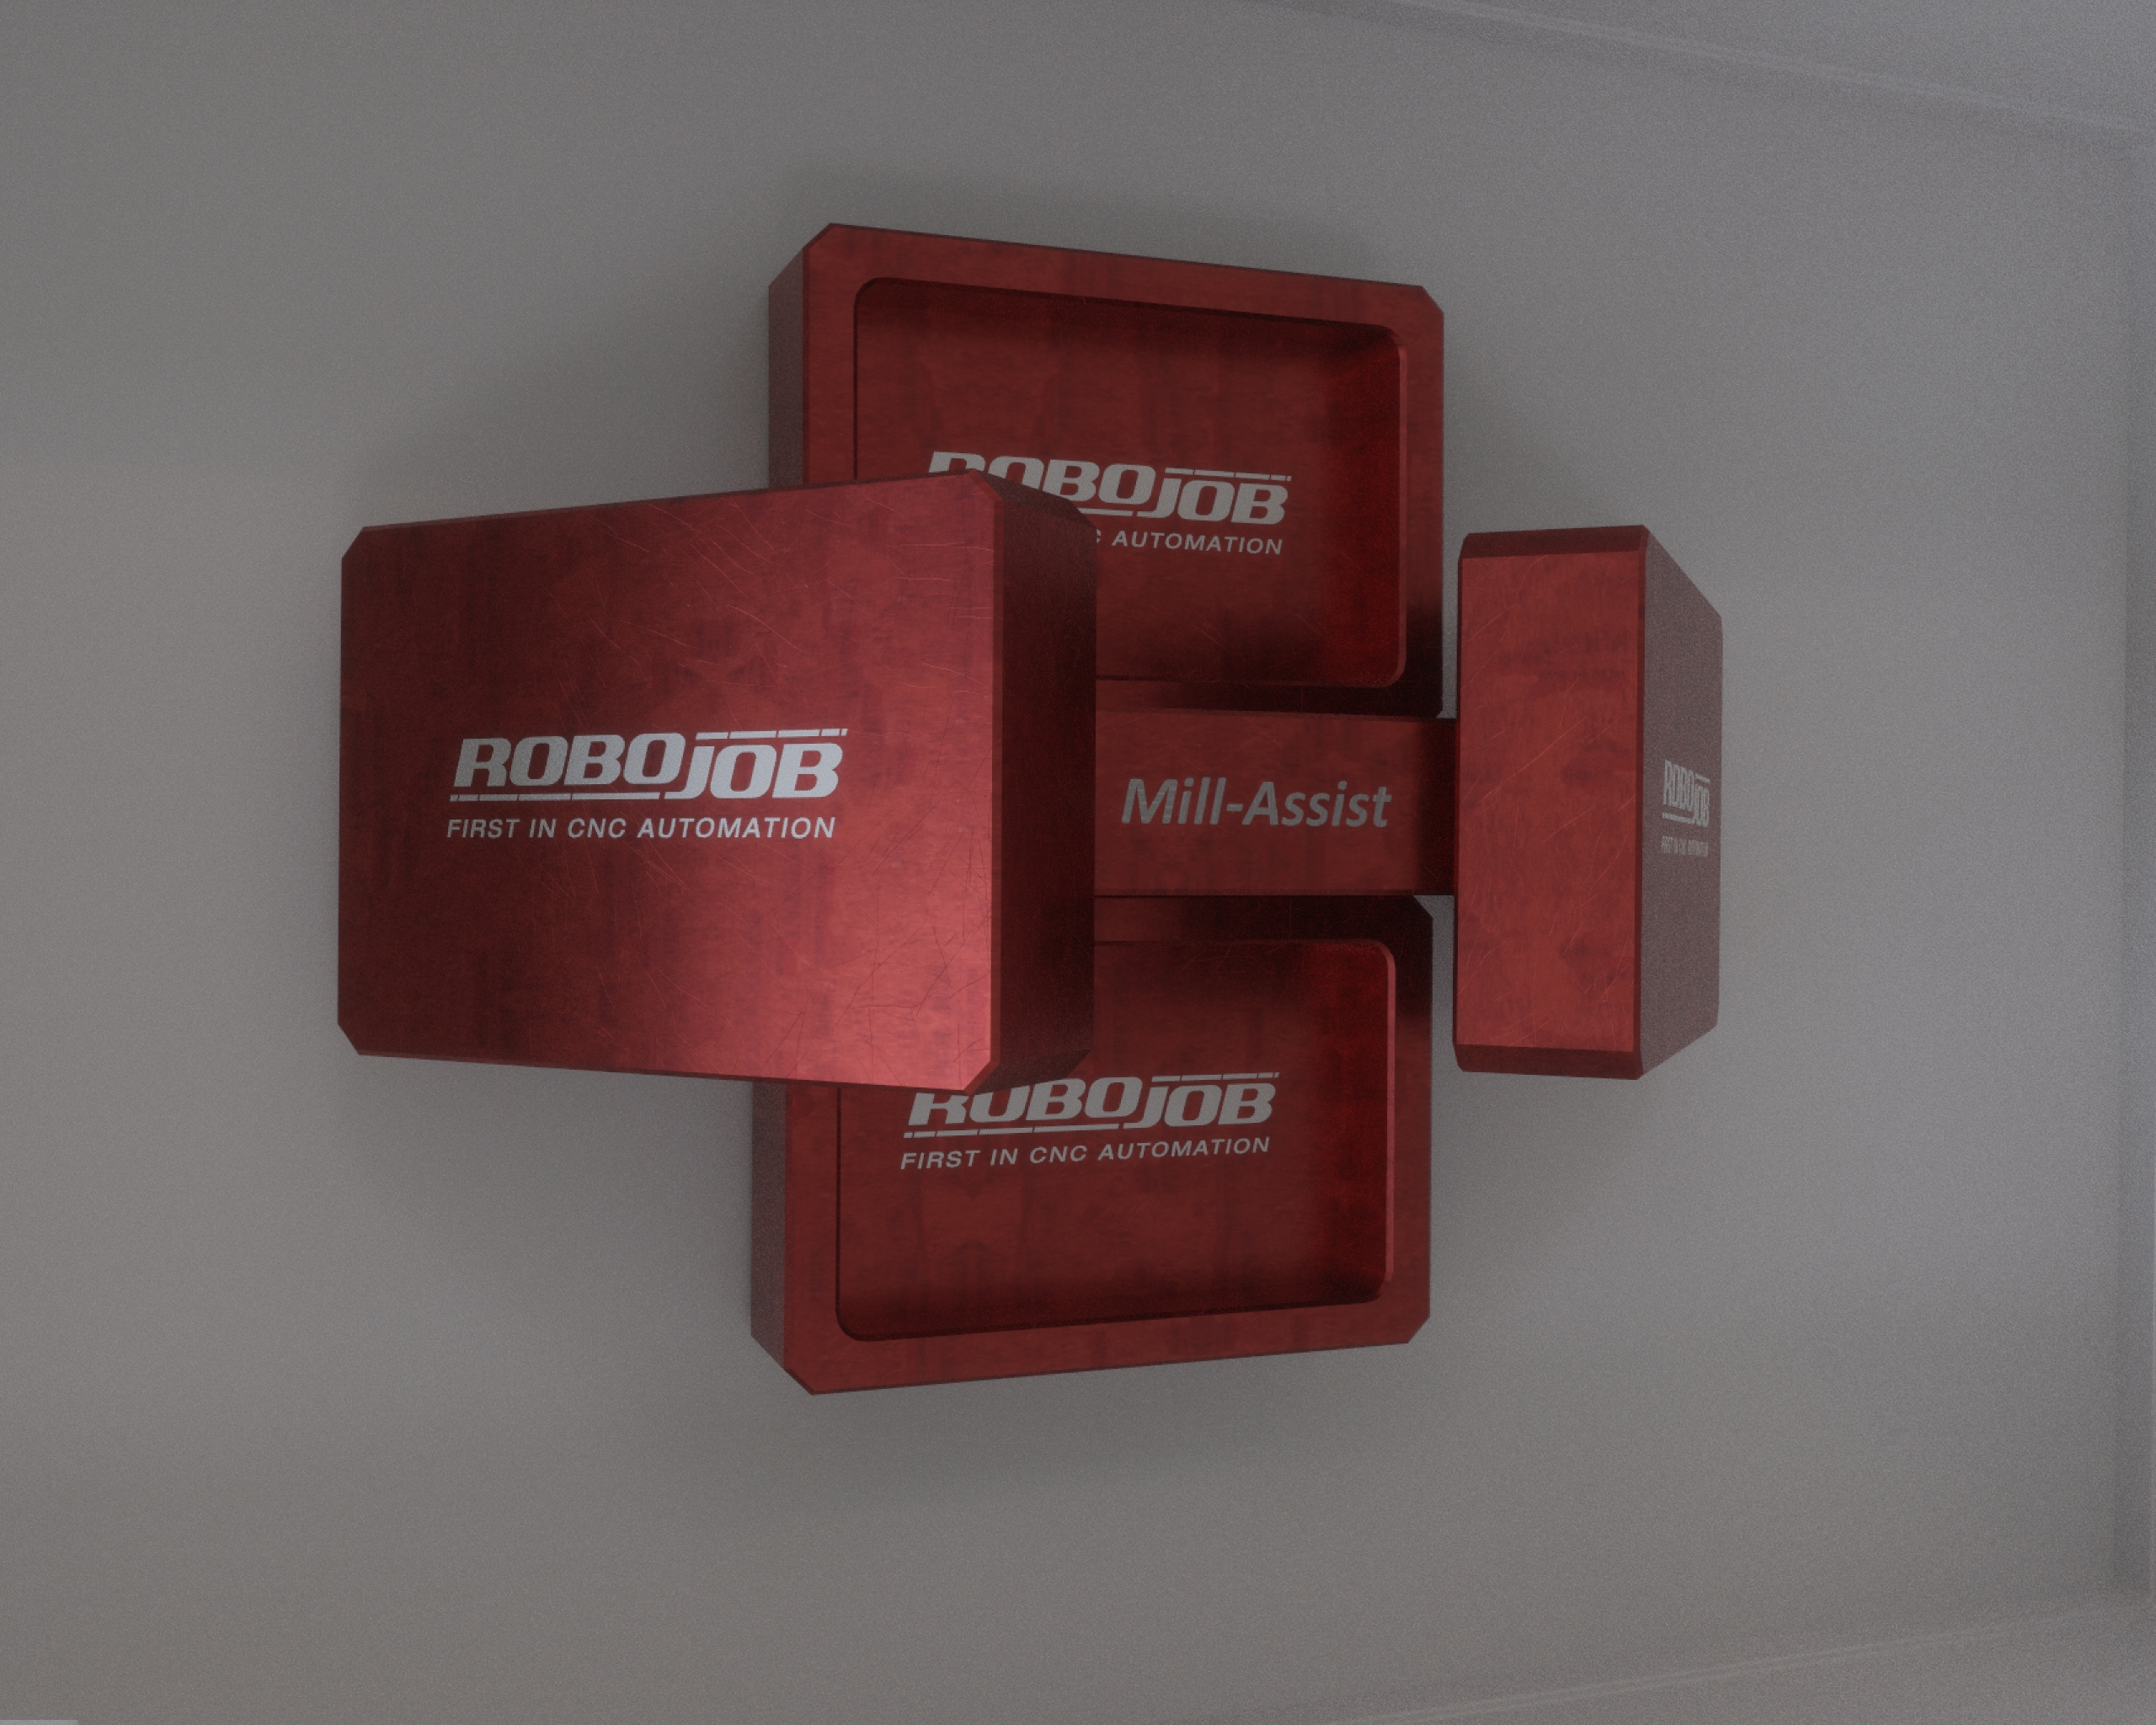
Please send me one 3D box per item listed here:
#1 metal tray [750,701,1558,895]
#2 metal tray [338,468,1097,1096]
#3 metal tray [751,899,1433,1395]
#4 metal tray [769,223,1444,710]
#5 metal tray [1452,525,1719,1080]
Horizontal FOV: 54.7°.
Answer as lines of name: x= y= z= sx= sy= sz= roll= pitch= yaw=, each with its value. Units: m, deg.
metal tray: x=0.013 y=-0.010 z=0.379 sx=0.131 sy=0.090 sz=0.030 roll=0 pitch=90 yaw=-21
metal tray: x=-0.062 y=-0.012 z=0.337 sx=0.030 sy=0.130 sz=0.089 roll=1 pitch=89 yaw=-62
metal tray: x=0.004 y=0.050 z=0.406 sx=0.131 sy=0.030 sz=0.089 roll=0 pitch=90 yaw=-21
metal tray: x=0.007 y=-0.070 z=0.408 sx=0.131 sy=0.030 sz=0.089 roll=0 pitch=91 yaw=-21
metal tray: x=0.100 y=-0.009 z=0.397 sx=0.030 sy=0.130 sz=0.089 roll=1 pitch=90 yaw=22
